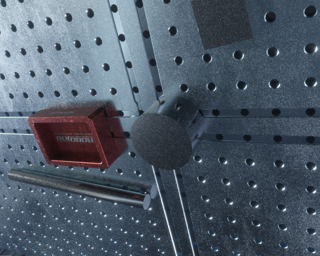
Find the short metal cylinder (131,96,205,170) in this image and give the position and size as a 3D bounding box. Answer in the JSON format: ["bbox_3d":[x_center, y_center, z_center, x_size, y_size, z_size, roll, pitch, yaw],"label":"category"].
[{"bbox_3d":[0.011,0.006,0.392,0.080,0.050,0.079,13,124,20],"label":"short metal cylinder"}]

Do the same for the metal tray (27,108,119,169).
[{"bbox_3d":[-0.137,0.016,0.487,0.130,0.030,0.089,0,119,28],"label":"metal tray"}]

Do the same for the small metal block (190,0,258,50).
[{"bbox_3d":[0.064,-0.111,0.308,0.050,0.025,0.050,-7,115,31],"label":"small metal block"}]

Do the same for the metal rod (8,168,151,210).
[{"bbox_3d":[-0.157,0.105,0.555,0.301,0.025,0.025,5,121,25],"label":"metal rod"}]
